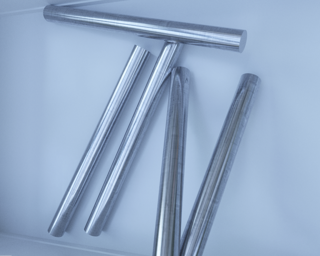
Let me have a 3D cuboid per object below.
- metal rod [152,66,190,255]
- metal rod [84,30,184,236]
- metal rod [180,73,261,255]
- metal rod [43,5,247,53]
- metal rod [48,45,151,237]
[{"bbox_3d":[0.013,0.055,0.325,0.025,0.025,0.300,-6,56,20],"label":"metal rod"},{"bbox_3d":[-0.036,0.013,0.423,0.025,0.025,0.298,27,99,18],"label":"metal rod"},{"bbox_3d":[0.052,0.071,0.324,0.025,0.025,0.300,17,69,19],"label":"metal rod"},{"bbox_3d":[-0.038,-0.134,0.404,0.300,0.025,0.025,17,96,26],"label":"metal rod"},{"bbox_3d":[-0.090,0.024,0.442,0.025,0.025,0.298,30,100,17],"label":"metal rod"}]
